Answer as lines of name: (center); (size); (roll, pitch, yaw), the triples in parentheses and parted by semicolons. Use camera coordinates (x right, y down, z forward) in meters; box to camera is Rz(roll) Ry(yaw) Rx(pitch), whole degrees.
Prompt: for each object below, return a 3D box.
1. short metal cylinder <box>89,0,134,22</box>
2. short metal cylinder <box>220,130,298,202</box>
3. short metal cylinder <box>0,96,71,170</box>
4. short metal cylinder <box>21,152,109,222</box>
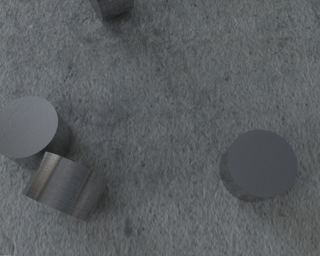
short metal cylinder: (-0.079, -0.204, 0.453); (0.050, 0.080, 0.080); (-26, 73, -9)
short metal cylinder: (0.118, 0.048, 0.379); (0.081, 0.050, 0.080); (0, 70, 0)
short metal cylinder: (-0.159, 0.007, 0.387); (0.080, 0.050, 0.080); (-1, 66, 2)
short metal cylinder: (-0.106, 0.067, 0.353); (0.080, 0.080, 0.050); (21, 72, 7)
